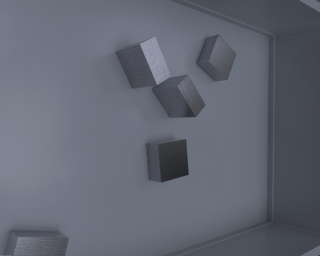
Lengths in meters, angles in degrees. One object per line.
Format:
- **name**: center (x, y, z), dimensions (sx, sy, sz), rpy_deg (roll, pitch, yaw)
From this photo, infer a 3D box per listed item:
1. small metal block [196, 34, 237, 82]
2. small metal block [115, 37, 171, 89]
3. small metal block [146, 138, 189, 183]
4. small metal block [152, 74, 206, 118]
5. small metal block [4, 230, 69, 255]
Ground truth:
- **small metal block**: center (0.089, -0.108, 0.484), dimensions (0.050, 0.025, 0.050), rpy_deg (34, 69, -35)
- **small metal block**: center (-0.021, -0.077, 0.375), dimensions (0.025, 0.050, 0.050), rpy_deg (-37, 113, -34)
- **small metal block**: center (0.011, 0.042, 0.418), dimensions (0.050, 0.025, 0.050), rpy_deg (-8, 95, -40)
- **small metal block**: center (0.025, -0.041, 0.413), dimensions (0.025, 0.050, 0.050), rpy_deg (-49, 120, -29)
- **small metal block**: center (-0.124, 0.130, 0.304), dimensions (0.050, 0.025, 0.050), rpy_deg (18, 79, -39)
